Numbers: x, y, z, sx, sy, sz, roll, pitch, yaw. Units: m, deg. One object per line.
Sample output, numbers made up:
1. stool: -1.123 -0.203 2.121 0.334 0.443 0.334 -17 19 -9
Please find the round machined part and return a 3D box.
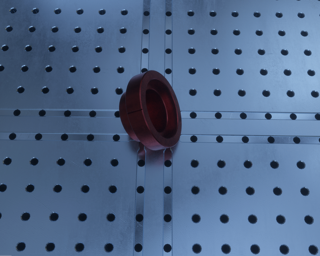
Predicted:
1. round machined part: -0.014 -0.020 0.389 0.042 0.098 0.098 -14 67 28
